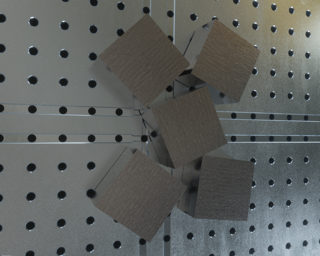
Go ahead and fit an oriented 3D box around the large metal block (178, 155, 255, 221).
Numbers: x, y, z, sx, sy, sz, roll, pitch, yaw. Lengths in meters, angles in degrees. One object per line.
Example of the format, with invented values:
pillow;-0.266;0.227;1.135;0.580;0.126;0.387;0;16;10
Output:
large metal block;0.077;0.080;0.427;0.081;0.050;0.080;10;87;-20

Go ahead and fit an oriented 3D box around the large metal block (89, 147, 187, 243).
large metal block;-0.028;0.080;0.387;0.080;0.050;0.080;39;77;-16

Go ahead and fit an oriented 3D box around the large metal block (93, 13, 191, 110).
large metal block;-0.024;-0.080;0.390;0.080;0.050;0.080;-46;104;-14

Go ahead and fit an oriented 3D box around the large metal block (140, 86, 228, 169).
large metal block;0.031;-0.002;0.409;0.081;0.050;0.080;-24;98;-18

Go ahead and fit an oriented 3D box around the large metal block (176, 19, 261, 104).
large metal block;0.078;-0.087;0.427;0.080;0.050;0.080;28;81;-21
